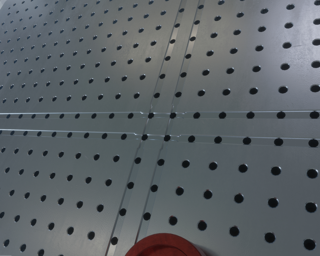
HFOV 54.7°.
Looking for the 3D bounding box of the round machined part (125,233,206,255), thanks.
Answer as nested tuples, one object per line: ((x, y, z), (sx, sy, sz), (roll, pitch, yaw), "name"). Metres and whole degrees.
((0.008, 0.156, 0.298), (0.098, 0.042, 0.098), (-13, 56, 21), "round machined part")
